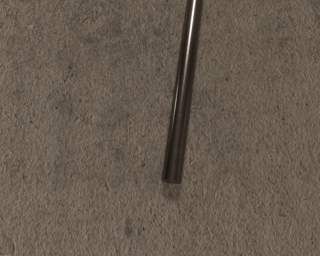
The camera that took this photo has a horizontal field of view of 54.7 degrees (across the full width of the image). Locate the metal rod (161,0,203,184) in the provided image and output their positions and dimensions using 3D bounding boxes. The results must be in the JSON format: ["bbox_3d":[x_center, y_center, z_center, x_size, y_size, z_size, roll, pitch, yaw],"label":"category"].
[{"bbox_3d":[0.035,-0.072,0.434,0.025,0.025,0.299,8,70,2],"label":"metal rod"}]
